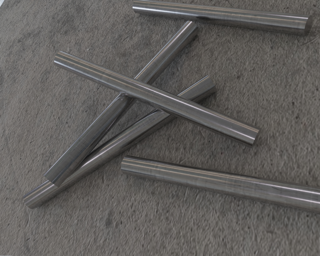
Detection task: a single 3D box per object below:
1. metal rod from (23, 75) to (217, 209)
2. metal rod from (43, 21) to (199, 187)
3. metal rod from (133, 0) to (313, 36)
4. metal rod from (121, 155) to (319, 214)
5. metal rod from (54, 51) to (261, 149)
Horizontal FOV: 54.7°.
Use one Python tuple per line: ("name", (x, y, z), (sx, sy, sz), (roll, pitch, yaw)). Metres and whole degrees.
("metal rod", (-0.057, 0.022, 0.420), (0.300, 0.025, 0.025), (-33, 52, 6))
("metal rod", (-0.045, -0.043, 0.434), (0.025, 0.025, 0.300), (29, 71, 37))
("metal rod", (0.072, -0.174, 0.472), (0.300, 0.025, 0.025), (23, 74, 36))
("metal rod", (0.087, 0.061, 0.320), (0.300, 0.025, 0.025), (6, 65, 30))
("metal rod", (-0.020, -0.045, 0.400), (0.300, 0.025, 0.025), (24, 74, 23))
